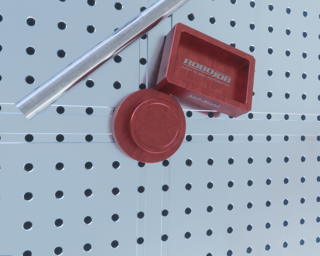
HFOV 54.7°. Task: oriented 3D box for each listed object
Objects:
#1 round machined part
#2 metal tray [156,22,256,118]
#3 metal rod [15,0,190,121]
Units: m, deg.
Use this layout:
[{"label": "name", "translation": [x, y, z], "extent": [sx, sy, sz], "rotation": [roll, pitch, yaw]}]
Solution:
[{"label": "round machined part", "translation": [-0.011, -0.003, 0.401], "extent": [0.099, 0.042, 0.097], "rotation": [0, 90, -20]}, {"label": "metal tray", "translation": [0.067, -0.076, 0.423], "extent": [0.131, 0.030, 0.090], "rotation": [18, 69, -20]}, {"label": "metal rod", "translation": [-0.049, -0.113, 0.395], "extent": [0.301, 0.025, 0.025], "rotation": [-41, 104, -16]}]
